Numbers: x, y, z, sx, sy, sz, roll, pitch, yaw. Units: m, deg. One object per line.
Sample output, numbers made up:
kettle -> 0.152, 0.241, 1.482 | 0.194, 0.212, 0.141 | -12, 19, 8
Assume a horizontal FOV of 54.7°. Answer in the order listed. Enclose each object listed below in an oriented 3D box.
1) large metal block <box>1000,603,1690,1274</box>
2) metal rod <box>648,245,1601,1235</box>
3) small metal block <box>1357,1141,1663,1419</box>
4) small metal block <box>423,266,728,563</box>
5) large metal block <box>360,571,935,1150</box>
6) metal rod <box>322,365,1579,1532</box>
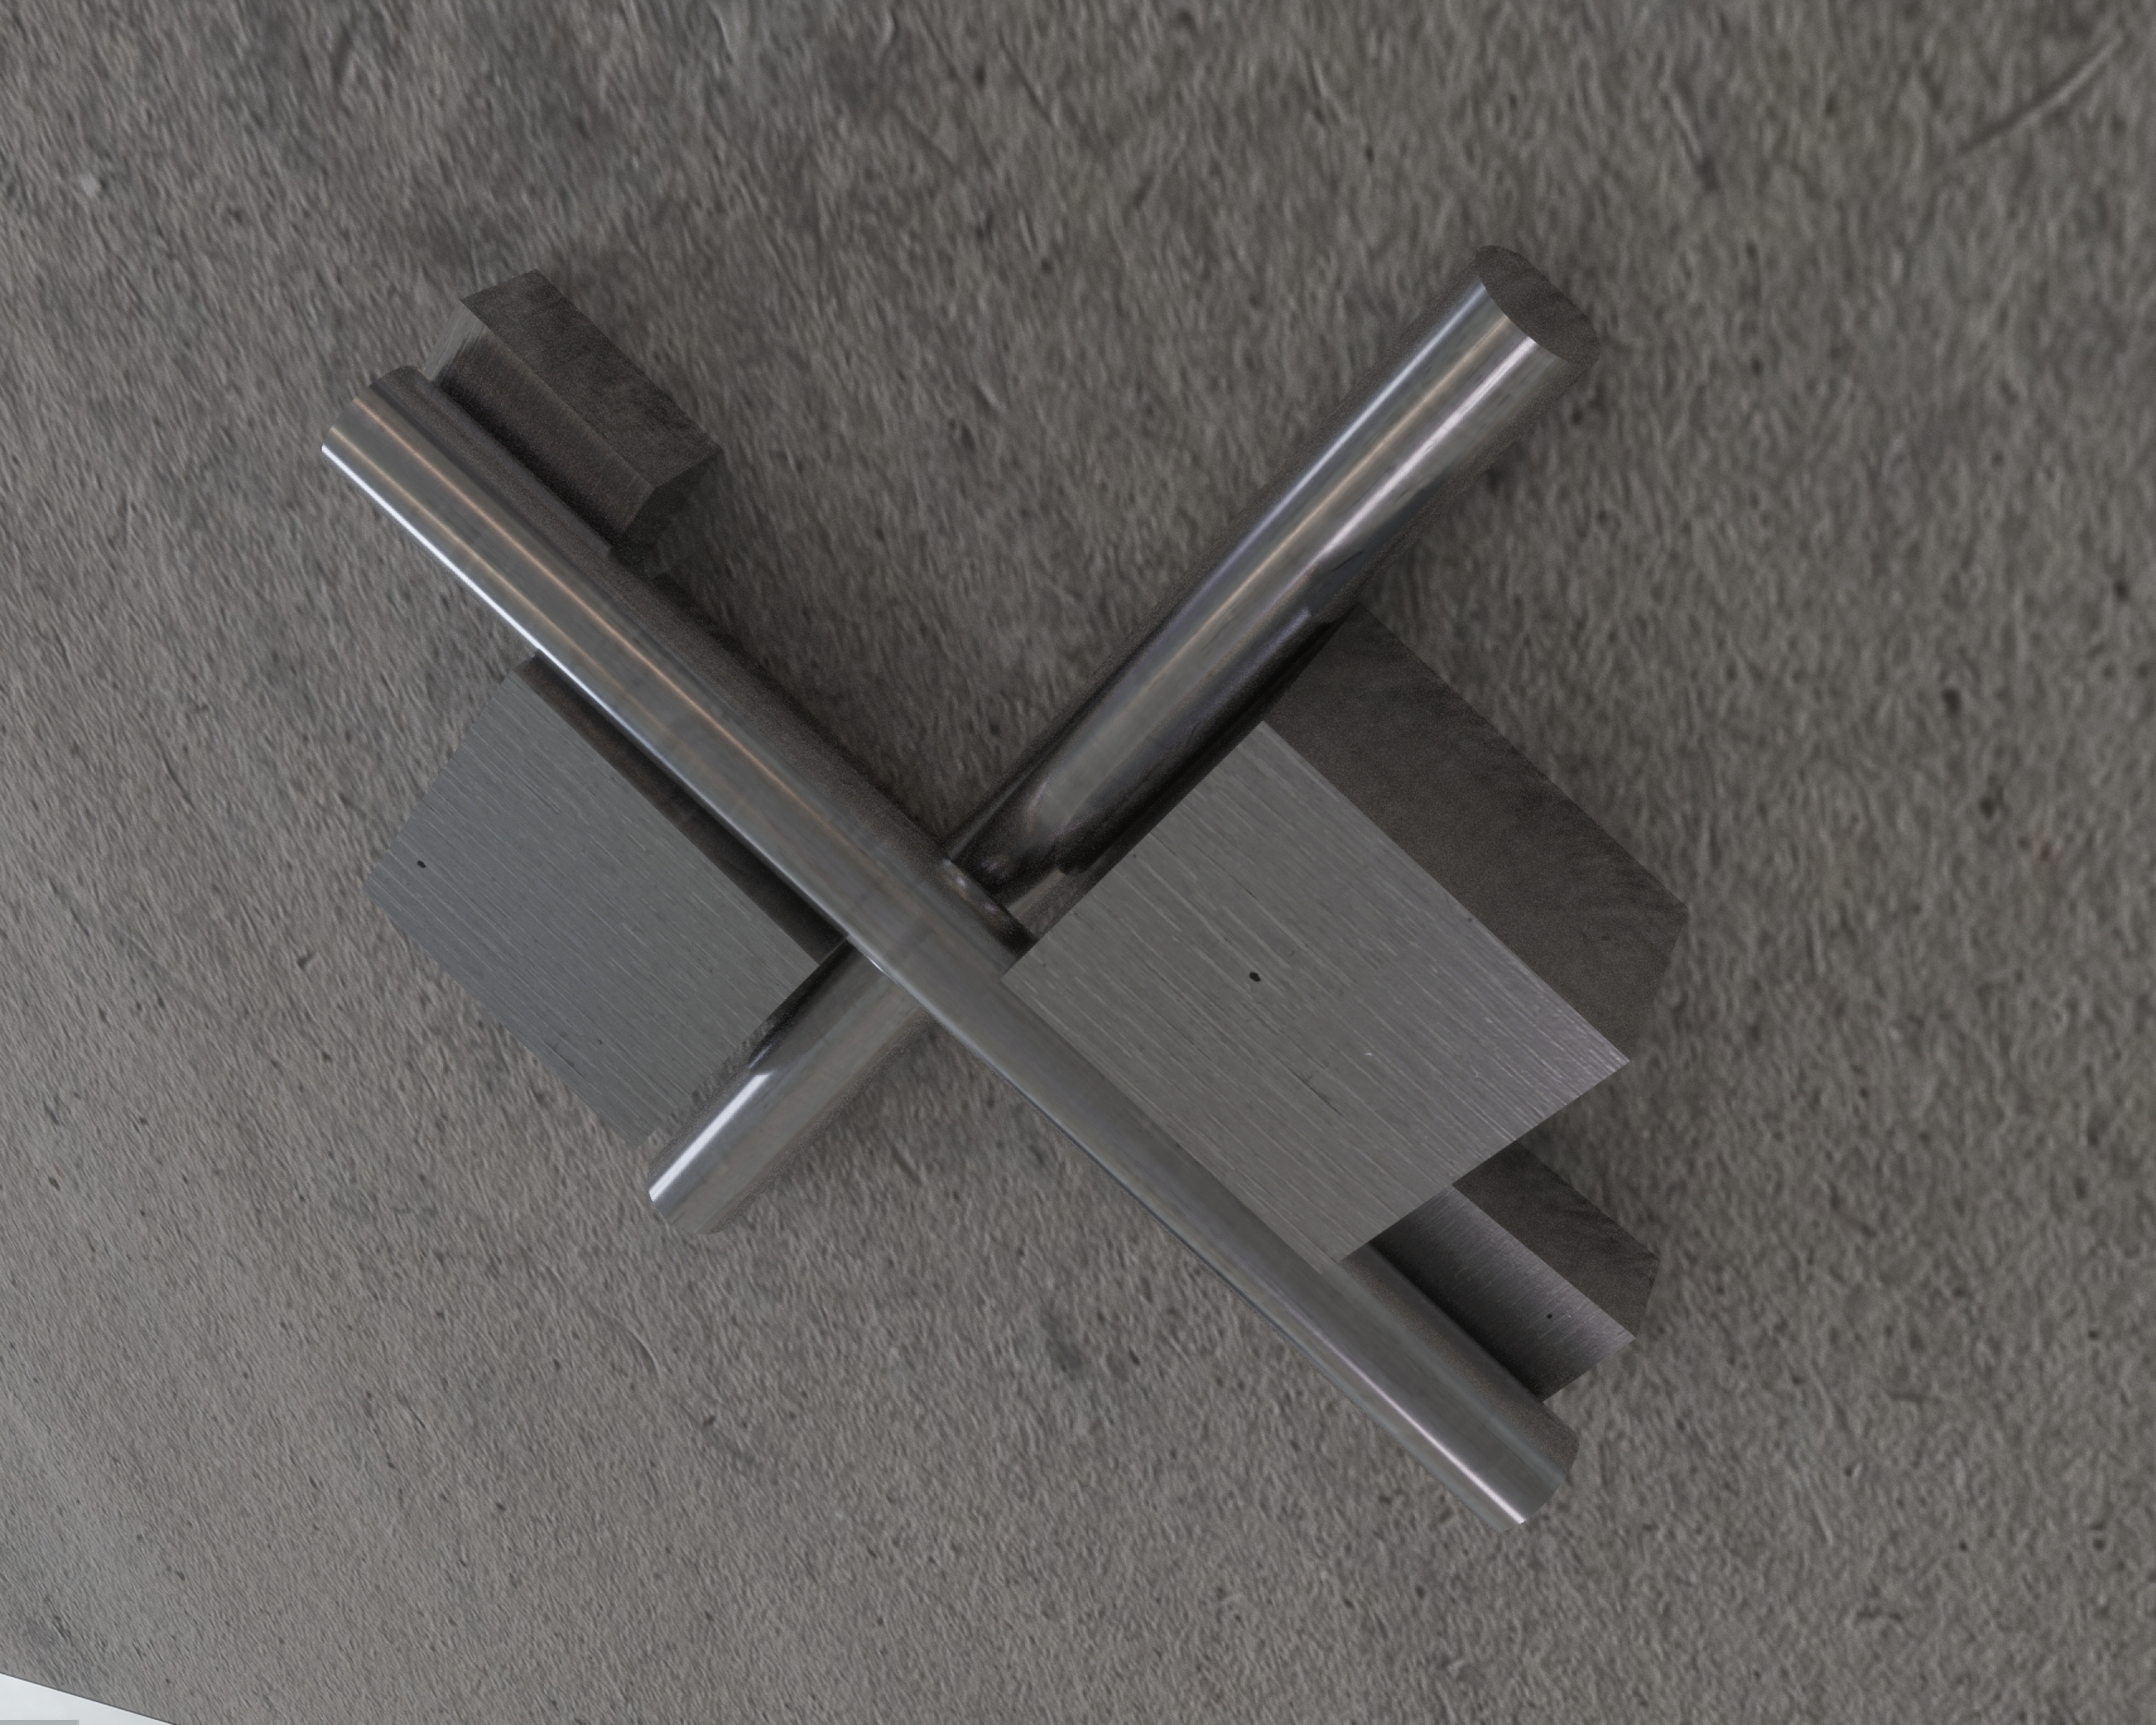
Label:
large metal block -> 0.047, 0.015, 0.376 | 0.080, 0.050, 0.080 | 43, 129, -2
metal rod -> -0.011, -0.003, 0.413 | 0.025, 0.025, 0.298 | 43, 129, -2
small metal block -> 0.079, 0.083, 0.419 | 0.050, 0.025, 0.050 | 40, 129, 1
small metal block -> -0.106, -0.080, 0.416 | 0.050, 0.025, 0.050 | 44, 129, -3
large metal block -> -0.090, 0.001, 0.438 | 0.080, 0.050, 0.080 | 45, 129, -3
metal rod -> -0.023, 0.017, 0.398 | 0.300, 0.025, 0.025 | 43, 129, -2
